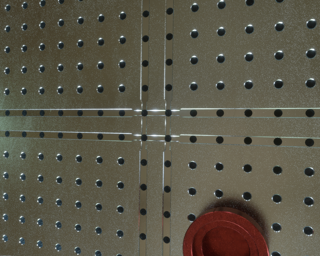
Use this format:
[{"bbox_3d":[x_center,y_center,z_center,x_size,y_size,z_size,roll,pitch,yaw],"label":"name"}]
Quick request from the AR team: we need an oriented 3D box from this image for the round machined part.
[{"bbox_3d":[0.080,0.144,0.375,0.098,0.042,0.097,0,90,19],"label":"round machined part"}]
